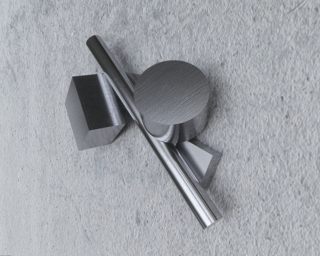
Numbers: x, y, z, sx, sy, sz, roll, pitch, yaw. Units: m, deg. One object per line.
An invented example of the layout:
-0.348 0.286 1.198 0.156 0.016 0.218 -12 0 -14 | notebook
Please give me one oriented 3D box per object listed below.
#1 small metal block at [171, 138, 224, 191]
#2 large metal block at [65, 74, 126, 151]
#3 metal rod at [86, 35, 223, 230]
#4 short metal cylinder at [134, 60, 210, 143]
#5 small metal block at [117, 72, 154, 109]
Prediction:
0.041 0.042 0.372 0.050 0.025 0.050 31 109 35 | small metal block
-0.097 -0.022 0.446 0.080 0.050 0.080 -45 61 57 | large metal block
-0.020 -0.012 0.388 0.025 0.025 0.299 -48 62 29 | metal rod
0.015 -0.029 0.350 0.080 0.050 0.080 -2 65 6 | short metal cylinder
-0.033 -0.050 0.432 0.050 0.025 0.050 16 100 38 | small metal block
